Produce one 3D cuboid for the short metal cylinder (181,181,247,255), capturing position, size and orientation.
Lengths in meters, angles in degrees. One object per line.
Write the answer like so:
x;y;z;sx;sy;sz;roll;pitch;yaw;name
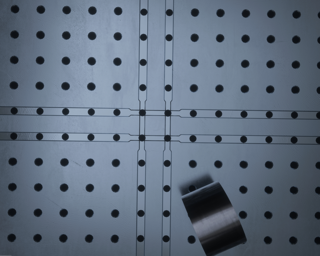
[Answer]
0.066;0.113;0.387;0.050;0.080;0.080;-24;90;0;short metal cylinder
